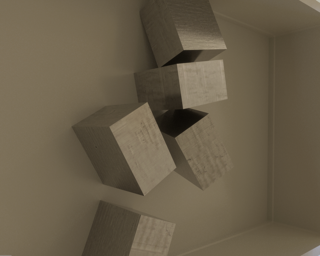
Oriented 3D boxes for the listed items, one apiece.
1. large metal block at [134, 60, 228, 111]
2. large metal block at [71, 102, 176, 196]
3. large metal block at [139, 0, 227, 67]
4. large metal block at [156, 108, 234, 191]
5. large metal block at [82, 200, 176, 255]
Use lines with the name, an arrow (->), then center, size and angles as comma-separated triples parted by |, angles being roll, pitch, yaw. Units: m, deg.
large metal block -> 0.026, -0.054, 0.395 | 0.081, 0.080, 0.050 | -15, 100, -39
large metal block -> -0.040, 0.021, 0.339 | 0.050, 0.080, 0.080 | -37, 113, -34
large metal block -> 0.031, -0.127, 0.404 | 0.081, 0.050, 0.080 | -13, 82, -40
large metal block -> 0.037, 0.022, 0.397 | 0.050, 0.080, 0.080 | -35, 113, -15
large metal block -> -0.038, 0.131, 0.341 | 0.050, 0.080, 0.080 | 28, 73, -37
